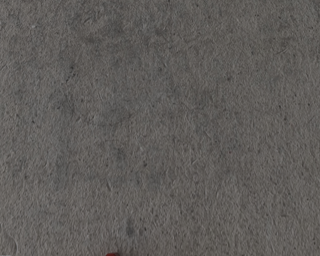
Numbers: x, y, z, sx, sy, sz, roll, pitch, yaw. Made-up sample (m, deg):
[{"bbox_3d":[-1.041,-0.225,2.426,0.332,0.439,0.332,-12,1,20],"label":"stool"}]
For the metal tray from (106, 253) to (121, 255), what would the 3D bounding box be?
[{"bbox_3d":[-0.038,0.212,0.327,0.130,0.030,0.090,42,75,13],"label":"metal tray"}]
